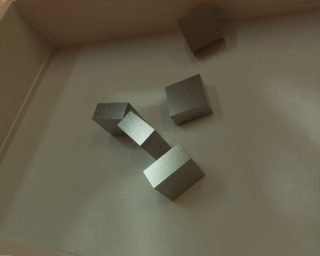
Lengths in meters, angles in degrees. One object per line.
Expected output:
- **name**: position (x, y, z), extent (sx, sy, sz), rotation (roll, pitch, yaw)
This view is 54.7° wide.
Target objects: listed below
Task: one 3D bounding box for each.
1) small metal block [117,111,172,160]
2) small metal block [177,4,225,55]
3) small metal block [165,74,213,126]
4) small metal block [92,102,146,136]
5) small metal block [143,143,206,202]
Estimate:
- **small metal block**: position (-0.019, 0.011, 0.393), extent (0.025, 0.050, 0.050), rotation (-48, 52, -5)
- **small metal block**: position (0.059, -0.140, 0.446), extent (0.050, 0.025, 0.050), rotation (-26, 85, 13)
- **small metal block**: position (0.038, -0.037, 0.409), extent (0.050, 0.025, 0.050), rotation (-20, 54, 16)
- **small metal block**: position (-0.055, -0.011, 0.426), extent (0.050, 0.050, 0.025), rotation (1, 62, 29)
- **small metal block**: position (0.017, 0.051, 0.349), extent (0.050, 0.050, 0.025), rotation (-39, 51, 2)
